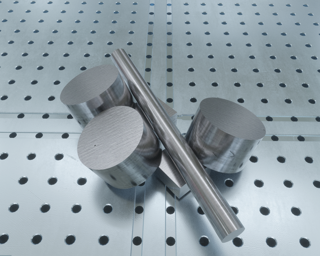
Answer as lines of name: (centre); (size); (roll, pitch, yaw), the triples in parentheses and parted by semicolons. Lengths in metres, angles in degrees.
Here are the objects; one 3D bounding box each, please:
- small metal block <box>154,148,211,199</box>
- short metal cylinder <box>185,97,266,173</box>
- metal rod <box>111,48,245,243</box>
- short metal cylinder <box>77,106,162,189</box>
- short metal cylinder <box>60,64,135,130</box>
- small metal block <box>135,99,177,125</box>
small metal block: (0.025, 0.046, 0.365); (0.050, 0.025, 0.050); (-33, 58, -25)
short metal cylinder: (0.075, 0.007, 0.364); (0.081, 0.050, 0.080); (15, 33, -10)
metal rod: (0.003, -0.004, 0.373); (0.025, 0.025, 0.300); (-20, 53, -16)
short metal cylinder: (-0.045, 0.022, 0.350); (0.080, 0.050, 0.080); (-13, 52, 18)
short metal cylinder: (-0.079, -0.038, 0.400); (0.080, 0.050, 0.080); (-16, 40, 14)
small metal block: (-0.013, -0.013, 0.414); (0.050, 0.025, 0.050); (-36, 59, -26)
